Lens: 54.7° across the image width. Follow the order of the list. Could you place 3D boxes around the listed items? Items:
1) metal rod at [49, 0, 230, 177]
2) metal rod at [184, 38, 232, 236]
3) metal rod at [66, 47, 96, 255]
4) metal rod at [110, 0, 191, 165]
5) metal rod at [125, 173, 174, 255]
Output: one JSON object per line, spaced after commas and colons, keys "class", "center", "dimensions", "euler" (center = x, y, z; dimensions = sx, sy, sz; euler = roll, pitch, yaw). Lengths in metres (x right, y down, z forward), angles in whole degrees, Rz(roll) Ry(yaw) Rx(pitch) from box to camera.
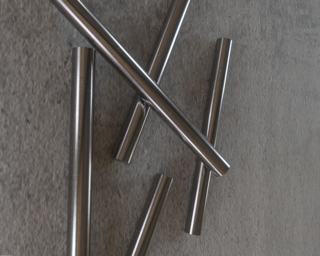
{"class": "metal rod", "center": [-0.015, -0.046, 0.362], "dimensions": [0.300, 0.025, 0.025], "euler": [46, 62, -20]}
{"class": "metal rod", "center": [0.075, 0.007, 0.470], "dimensions": [0.025, 0.025, 0.299], "euler": [18, 79, -39]}
{"class": "metal rod", "center": [-0.086, 0.064, 0.334], "dimensions": [0.025, 0.025, 0.298], "euler": [2, 89, -40]}
{"class": "metal rod", "center": [0.001, -0.097, 0.407], "dimensions": [0.025, 0.025, 0.299], "euler": [31, 70, -36]}
{"class": "metal rod", "center": [-0.045, 0.199, 0.368], "dimensions": [0.025, 0.025, 0.299], "euler": [34, 69, -35]}
